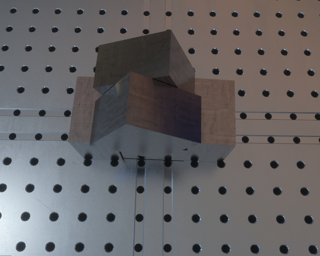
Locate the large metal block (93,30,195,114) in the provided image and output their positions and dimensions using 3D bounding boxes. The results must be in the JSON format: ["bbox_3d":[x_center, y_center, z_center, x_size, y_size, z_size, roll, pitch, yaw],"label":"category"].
[{"bbox_3d":[-0.013,-0.053,0.334,0.080,0.080,0.050,-6,68,22],"label":"large metal block"}]

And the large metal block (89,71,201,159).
[{"bbox_3d":[-0.015,-0.007,0.314,0.081,0.080,0.050,15,66,-30],"label":"large metal block"}]

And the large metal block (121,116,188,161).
[{"bbox_3d":[-0.006,-0.005,0.398,0.081,0.050,0.080,3,70,0],"label":"large metal block"}]

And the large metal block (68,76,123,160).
[{"bbox_3d":[-0.073,-0.009,0.385,0.050,0.080,0.080,2,70,0],"label":"large metal block"}]

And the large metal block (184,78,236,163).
[{"bbox_3d":[0.059,-0.006,0.385,0.050,0.080,0.080,4,70,1],"label":"large metal block"}]
